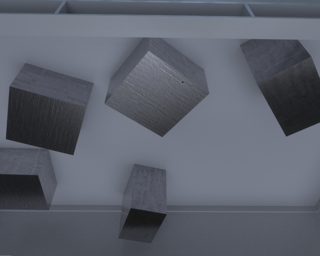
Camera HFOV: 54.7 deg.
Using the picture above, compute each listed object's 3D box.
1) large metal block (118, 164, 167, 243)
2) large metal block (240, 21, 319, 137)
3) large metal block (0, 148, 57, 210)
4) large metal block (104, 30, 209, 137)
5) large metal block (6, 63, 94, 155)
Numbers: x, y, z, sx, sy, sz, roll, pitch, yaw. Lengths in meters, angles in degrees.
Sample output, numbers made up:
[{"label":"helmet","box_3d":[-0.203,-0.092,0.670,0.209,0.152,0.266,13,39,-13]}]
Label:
[{"label":"large metal block","box_3d":[-0.026,0.115,0.470,0.050,0.080,0.079,13,129,-11]},{"label":"large metal block","box_3d":[0.133,-0.052,0.330,0.050,0.080,0.080,-27,125,21]},{"label":"large metal block","box_3d":[-0.204,0.075,0.455,0.081,0.050,0.079,2,130,-2]},{"label":"large metal block","box_3d":[-0.004,-0.048,0.352,0.080,0.050,0.080,31,124,-24]},{"label":"large metal block","box_3d":[-0.132,-0.021,0.374,0.081,0.050,0.079,16,128,-13]}]
